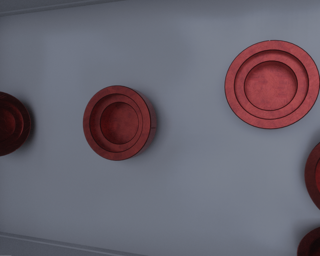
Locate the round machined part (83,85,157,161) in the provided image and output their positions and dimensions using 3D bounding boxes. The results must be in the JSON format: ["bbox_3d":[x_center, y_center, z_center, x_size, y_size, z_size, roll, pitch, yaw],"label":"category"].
[{"bbox_3d":[-0.050,-0.006,0.418,0.098,0.042,0.097,0,90,19],"label":"round machined part"}]

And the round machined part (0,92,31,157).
[{"bbox_3d":[-0.252,-0.005,0.469,0.042,0.099,0.097,-10,86,59],"label":"round machined part"}]

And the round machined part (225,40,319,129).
[{"bbox_3d":[0.127,-0.047,0.357,0.098,0.042,0.097,0,90,19],"label":"round machined part"}]

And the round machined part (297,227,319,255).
[{"bbox_3d":[0.192,0.148,0.311,0.098,0.098,0.042,-5,117,19],"label":"round machined part"}]

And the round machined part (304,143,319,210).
[{"bbox_3d":[0.206,0.051,0.316,0.098,0.042,0.097,-1,88,46],"label":"round machined part"}]
